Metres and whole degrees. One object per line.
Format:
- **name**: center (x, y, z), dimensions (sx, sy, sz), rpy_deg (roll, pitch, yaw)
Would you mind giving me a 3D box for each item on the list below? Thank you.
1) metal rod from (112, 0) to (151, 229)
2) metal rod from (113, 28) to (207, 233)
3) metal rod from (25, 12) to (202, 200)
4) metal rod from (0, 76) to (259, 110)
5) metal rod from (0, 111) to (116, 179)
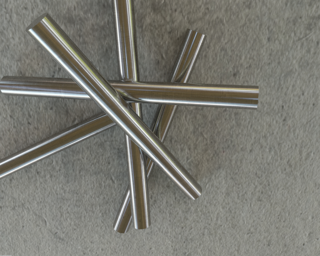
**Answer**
- **metal rod**: center (-0.034, -0.013, 0.387), dimensions (0.025, 0.025, 0.298), rpy_deg (-4, 104, 1)
- **metal rod**: center (-0.007, 0.017, 0.416), dimensions (0.025, 0.025, 0.298), rpy_deg (19, 109, -7)
- **metal rod**: center (-0.029, 0.000, 0.358), dimensions (0.025, 0.025, 0.300), rpy_deg (-32, 127, 11)
- **metal rod**: center (-0.045, -0.042, 0.354), dimensions (0.301, 0.025, 0.025), rpy_deg (4, 111, 13)
- **metal rod**: center (-0.185, 0.041, 0.422), dimensions (0.301, 0.025, 0.025), rpy_deg (-24, 109, 8)
